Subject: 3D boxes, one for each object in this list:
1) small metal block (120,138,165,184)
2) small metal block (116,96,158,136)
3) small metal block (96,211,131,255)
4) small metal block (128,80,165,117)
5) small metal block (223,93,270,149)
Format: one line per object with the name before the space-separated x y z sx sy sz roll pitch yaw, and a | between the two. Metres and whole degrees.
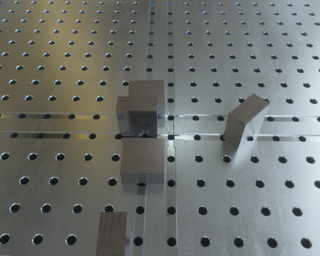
small metal block | -0.019 0.039 0.375 0.050 0.025 0.050 1 50 1
small metal block | -0.028 -0.015 0.404 0.050 0.050 0.025 1 50 1
small metal block | -0.043 0.114 0.296 0.025 0.050 0.050 -1 50 -1
small metal block | -0.019 -0.042 0.443 0.050 0.025 0.050 -2 50 -2
small metal block | 0.110 -0.008 0.399 0.050 0.050 0.025 -36 59 -26
